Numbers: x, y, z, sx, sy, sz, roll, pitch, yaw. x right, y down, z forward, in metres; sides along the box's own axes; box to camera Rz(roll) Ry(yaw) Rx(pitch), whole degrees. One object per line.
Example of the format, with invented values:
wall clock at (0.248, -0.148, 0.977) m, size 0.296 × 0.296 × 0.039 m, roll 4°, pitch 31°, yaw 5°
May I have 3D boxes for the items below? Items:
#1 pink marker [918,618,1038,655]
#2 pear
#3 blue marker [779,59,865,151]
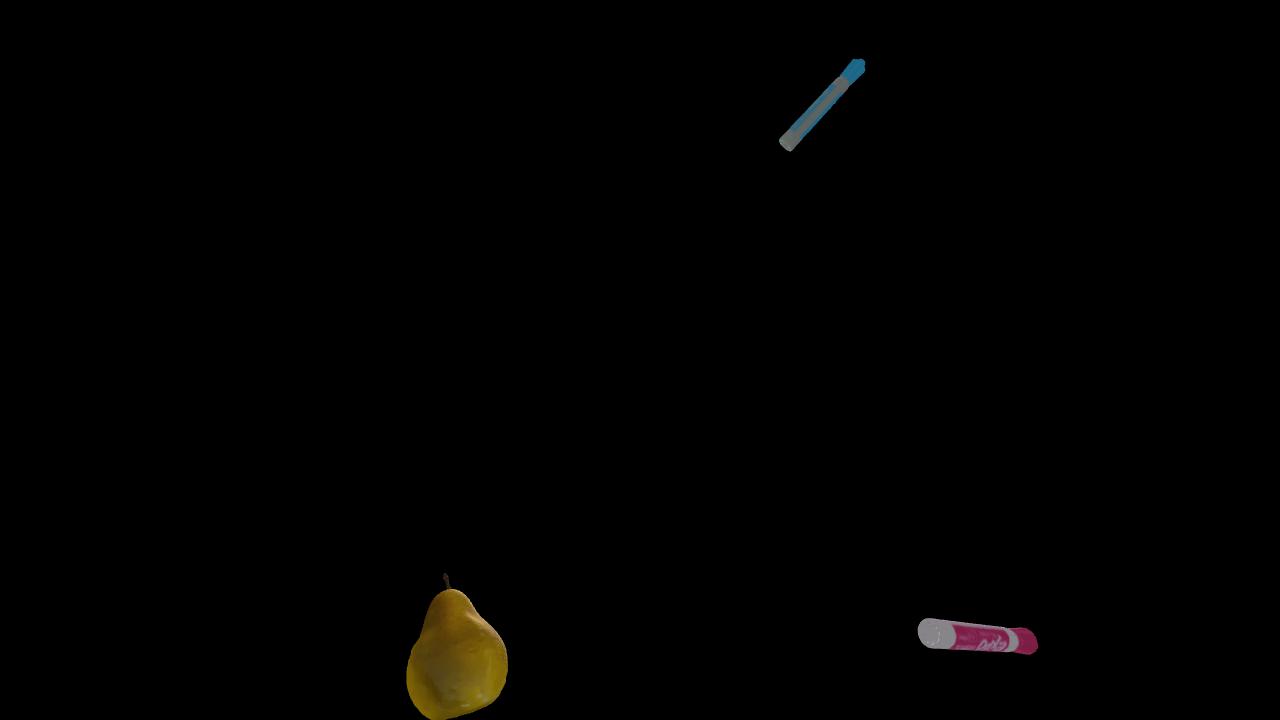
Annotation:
pink marker at (0.244, 0.198, 0.438) m, size 0.121 × 0.020 × 0.020 m, roll 17°, pitch -8°, yaw -27°
pear at (-0.147, 0.221, 0.492) m, size 0.080 × 0.111 × 0.080 m, roll -16°, pitch -27°, yaw -8°
blue marker at (0.199, -0.277, 0.666) m, size 0.020 × 0.121 × 0.020 m, roll 43°, pitch 3°, yaw -3°
